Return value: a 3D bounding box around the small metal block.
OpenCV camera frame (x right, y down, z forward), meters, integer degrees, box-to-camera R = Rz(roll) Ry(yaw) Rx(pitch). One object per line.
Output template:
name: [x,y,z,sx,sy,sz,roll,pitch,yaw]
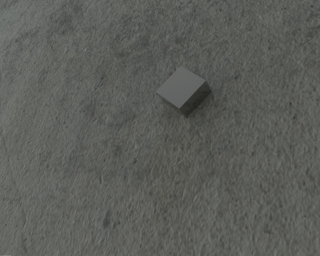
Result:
small metal block: [0.031,-0.049,0.416,0.050,0.025,0.050,-47,52,-5]
